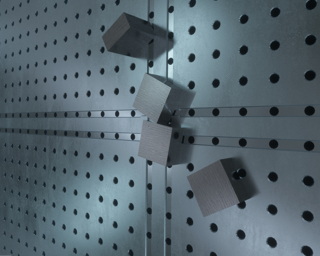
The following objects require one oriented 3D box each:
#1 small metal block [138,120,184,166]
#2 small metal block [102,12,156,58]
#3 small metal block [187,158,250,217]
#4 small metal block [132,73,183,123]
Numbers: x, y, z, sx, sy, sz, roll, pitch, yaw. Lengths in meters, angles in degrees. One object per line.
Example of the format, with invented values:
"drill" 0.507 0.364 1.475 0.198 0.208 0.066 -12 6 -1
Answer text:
"small metal block" 0.001 0.019 0.410 0.050 0.025 0.050 15 100 39
"small metal block" -0.043 -0.127 0.430 0.050 0.050 0.025 -35 68 34
"small metal block" 0.066 0.068 0.356 0.050 0.025 0.050 -35 69 34
"small metal block" -0.004 -0.040 0.414 0.050 0.025 0.050 35 112 34
